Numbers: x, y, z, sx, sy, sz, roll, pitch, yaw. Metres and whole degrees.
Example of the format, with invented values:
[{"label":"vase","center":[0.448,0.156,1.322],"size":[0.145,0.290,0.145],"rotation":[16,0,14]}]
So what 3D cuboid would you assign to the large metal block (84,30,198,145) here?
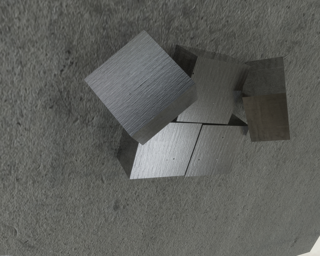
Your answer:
[{"label":"large metal block","center":[-0.018,-0.041,0.330],"size":[0.080,0.080,0.050],"rotation":[-40,164,-1]}]

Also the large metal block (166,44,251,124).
[{"label":"large metal block","center":[0.055,-0.053,0.391],"size":[0.081,0.050,0.079],"rotation":[3,117,-30]}]

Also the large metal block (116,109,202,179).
[{"label":"large metal block","center":[-0.003,0.017,0.402],"size":[0.081,0.050,0.079],"rotation":[1,118,-30]}]

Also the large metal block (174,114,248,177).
[{"label":"large metal block","center":[0.068,0.020,0.441],"size":[0.081,0.050,0.079],"rotation":[1,118,-30]}]

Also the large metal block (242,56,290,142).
[{"label":"large metal block","center":[0.146,-0.039,0.423],"size":[0.050,0.080,0.080],"rotation":[-5,132,23]}]
